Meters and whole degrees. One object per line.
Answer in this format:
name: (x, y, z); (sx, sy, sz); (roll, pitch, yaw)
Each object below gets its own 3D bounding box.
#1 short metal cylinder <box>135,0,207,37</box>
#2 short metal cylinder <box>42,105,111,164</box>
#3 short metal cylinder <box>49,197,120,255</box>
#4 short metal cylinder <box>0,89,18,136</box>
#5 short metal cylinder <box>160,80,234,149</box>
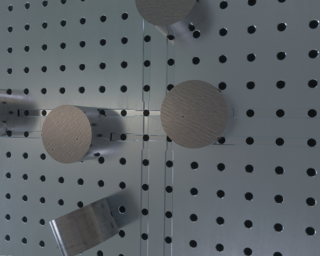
short metal cylinder: (0.015, -0.162, 0.394); (0.080, 0.050, 0.079); (0, 90, 20)
short metal cylinder: (-0.118, 0.008, 0.441); (0.080, 0.050, 0.079); (0, 90, 20)
short metal cylinder: (-0.102, 0.133, 0.419); (0.080, 0.080, 0.050); (-27, 81, 18)
short metal cylinder: (-0.280, -0.026, 0.498); (0.080, 0.050, 0.079); (0, 90, 20)
short metal cylinder: (0.047, -0.016, 0.383); (0.080, 0.050, 0.079); (0, 90, 20)
